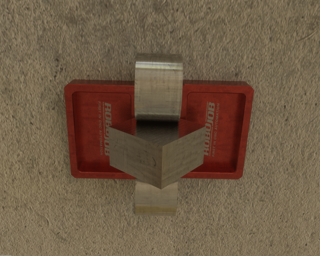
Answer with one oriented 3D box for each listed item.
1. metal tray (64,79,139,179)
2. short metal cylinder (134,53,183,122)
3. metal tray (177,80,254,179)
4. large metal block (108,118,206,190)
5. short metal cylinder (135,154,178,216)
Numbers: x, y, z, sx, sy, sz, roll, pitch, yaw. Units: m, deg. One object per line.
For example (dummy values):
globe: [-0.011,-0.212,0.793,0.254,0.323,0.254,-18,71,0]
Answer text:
metal tray: [-0.073,0.003,0.409,0.091,0.030,0.129,1,110,-1]
short metal cylinder: [-0.002,-0.047,0.364,0.050,0.080,0.079,2,110,-1]
metal tray: [0.068,0.004,0.411,0.091,0.030,0.129,1,110,-1]
large metal block: [-0.003,0.021,0.367,0.080,0.081,0.050,18,116,36]
short metal cylinder: [-0.005,0.075,0.409,0.050,0.080,0.079,2,110,-1]
